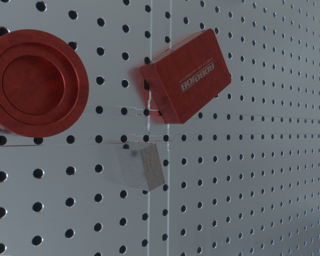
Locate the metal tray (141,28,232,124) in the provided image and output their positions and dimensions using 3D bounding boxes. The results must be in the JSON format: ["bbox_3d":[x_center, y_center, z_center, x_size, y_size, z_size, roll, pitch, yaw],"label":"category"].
[{"bbox_3d":[0.043,-0.075,0.442,0.131,0.030,0.090,-40,114,-33],"label":"metal tray"}]

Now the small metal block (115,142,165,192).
[{"bbox_3d":[-0.025,0.045,0.373,0.025,0.050,0.050,-22,104,-38],"label":"small metal block"}]

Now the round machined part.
[{"bbox_3d":[-0.122,-0.040,0.296,0.099,0.042,0.097,0,90,-40],"label":"round machined part"}]
